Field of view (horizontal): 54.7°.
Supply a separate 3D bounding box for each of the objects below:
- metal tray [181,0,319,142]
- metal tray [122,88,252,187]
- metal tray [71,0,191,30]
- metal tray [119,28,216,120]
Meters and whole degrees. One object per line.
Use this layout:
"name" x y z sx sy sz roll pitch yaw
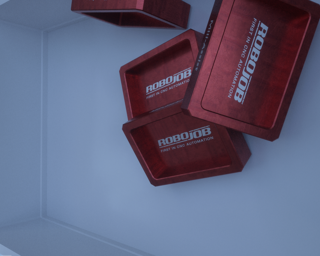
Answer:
"metal tray" 0.082 -0.062 0.286 0.030 0.091 0.129 -143 71 -79
"metal tray" 0.026 0.015 0.359 0.130 0.030 0.090 -18 103 38
"metal tray" -0.039 -0.153 0.396 0.130 0.091 0.030 17 101 38
"metal tray" 0.008 -0.056 0.396 0.130 0.030 0.090 -18 78 38
